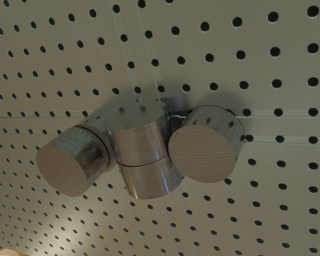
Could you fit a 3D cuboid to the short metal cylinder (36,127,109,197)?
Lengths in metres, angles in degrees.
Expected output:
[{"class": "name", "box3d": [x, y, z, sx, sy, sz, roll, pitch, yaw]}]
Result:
[{"class": "short metal cylinder", "box3d": [-0.117, 0.045, 0.418, 0.080, 0.050, 0.079, 13, 124, 21]}]

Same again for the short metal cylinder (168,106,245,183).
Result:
[{"class": "short metal cylinder", "box3d": [0.057, 0.019, 0.376, 0.080, 0.050, 0.079, 13, 124, 20]}]

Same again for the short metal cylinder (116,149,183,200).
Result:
[{"class": "short metal cylinder", "box3d": [-0.013, 0.049, 0.413, 0.080, 0.080, 0.050, -1, 118, 29]}]

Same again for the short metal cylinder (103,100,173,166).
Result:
[{"class": "short metal cylinder", "box3d": [-0.025, 0.004, 0.392, 0.080, 0.080, 0.050, 1, 120, 28]}]

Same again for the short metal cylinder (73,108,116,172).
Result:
[{"class": "short metal cylinder", "box3d": [-0.085, 0.018, 0.451, 0.080, 0.050, 0.079, 13, 124, 20]}]
